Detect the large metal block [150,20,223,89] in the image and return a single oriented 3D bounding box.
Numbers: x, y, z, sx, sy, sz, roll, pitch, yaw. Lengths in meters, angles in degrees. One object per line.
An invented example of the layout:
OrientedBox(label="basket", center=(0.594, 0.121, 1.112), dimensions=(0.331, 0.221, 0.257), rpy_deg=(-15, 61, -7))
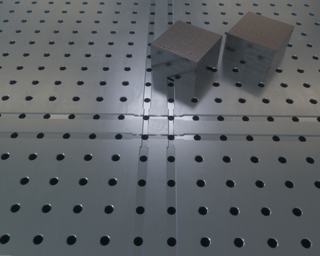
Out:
OrientedBox(label="large metal block", center=(0.042, -0.119, 0.492), dimensions=(0.080, 0.050, 0.080), rpy_deg=(27, 55, 21))

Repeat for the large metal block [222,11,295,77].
OrientedBox(label="large metal block", center=(0.161, -0.140, 0.510), dimensions=(0.080, 0.050, 0.080), rpy_deg=(28, 56, 22))
